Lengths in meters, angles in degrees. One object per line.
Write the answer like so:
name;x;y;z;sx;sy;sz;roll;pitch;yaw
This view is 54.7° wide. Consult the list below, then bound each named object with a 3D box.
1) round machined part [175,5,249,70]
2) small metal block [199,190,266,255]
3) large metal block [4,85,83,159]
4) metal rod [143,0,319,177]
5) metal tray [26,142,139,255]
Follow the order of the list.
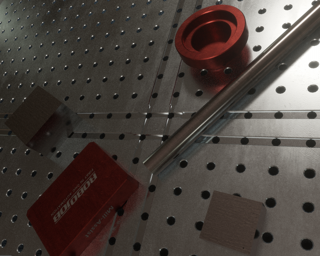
round machined part;0.074;-0.120;0.432;0.098;0.042;0.098;-13;56;20
small metal block;0.074;0.096;0.310;0.050;0.025;0.050;9;66;31
large metal block;-0.185;-0.011;0.494;0.080;0.050;0.080;31;78;37
metal rod;0.098;-0.050;0.387;0.300;0.025;0.025;-42;51;-2
metal tray;-0.101;0.092;0.400;0.130;0.030;0.090;-49;52;-7
